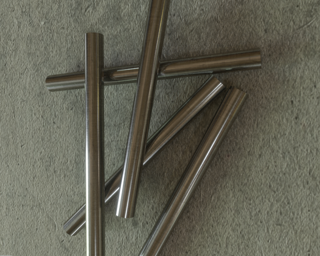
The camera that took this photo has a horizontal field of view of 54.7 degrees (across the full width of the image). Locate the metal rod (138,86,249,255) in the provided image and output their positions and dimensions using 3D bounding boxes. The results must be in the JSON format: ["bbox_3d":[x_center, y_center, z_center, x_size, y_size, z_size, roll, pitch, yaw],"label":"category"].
[{"bbox_3d":[0.029,0.085,0.398,0.025,0.025,0.299,30,100,17],"label":"metal rod"}]

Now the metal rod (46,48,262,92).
[{"bbox_3d":[-0.022,-0.075,0.416,0.301,0.025,0.025,-3,89,19],"label":"metal rod"}]

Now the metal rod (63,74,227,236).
[{"bbox_3d":[-0.029,0.045,0.419,0.299,0.025,0.025,-45,76,14],"label":"metal rod"}]

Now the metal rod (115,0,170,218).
[{"bbox_3d":[-0.020,-0.036,0.388,0.025,0.025,0.298,11,94,19],"label":"metal rod"}]

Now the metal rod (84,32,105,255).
[{"bbox_3d":[-0.086,0.026,0.411,0.025,0.025,0.298,0,90,20],"label":"metal rod"}]
